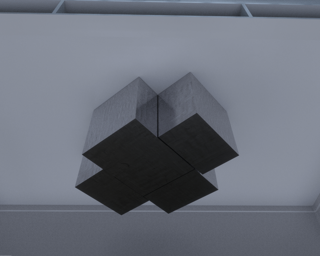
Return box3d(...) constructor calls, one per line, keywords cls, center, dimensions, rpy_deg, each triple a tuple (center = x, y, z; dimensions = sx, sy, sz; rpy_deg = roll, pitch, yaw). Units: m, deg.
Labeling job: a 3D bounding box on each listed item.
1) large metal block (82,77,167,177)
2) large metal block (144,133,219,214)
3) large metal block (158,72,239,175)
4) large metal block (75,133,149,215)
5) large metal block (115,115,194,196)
box3d(cls="large metal block", center=(-0.040, -0.001, 0.369), dimensions=(0.080, 0.080, 0.050), rpy_deg=(-32, 123, 24))
box3d(cls="large metal block", center=(0.026, 0.056, 0.421), dimensions=(0.080, 0.080, 0.050), rpy_deg=(-32, 123, 24))
box3d(cls="large metal block", center=(0.043, -0.006, 0.368), dimensions=(0.050, 0.080, 0.080), rpy_deg=(-33, 123, 25))
box3d(cls="large metal block", center=(-0.060, 0.057, 0.420), dimensions=(0.050, 0.080, 0.080), rpy_deg=(-33, 123, 25))
box3d(cls="large metal block", center=(-0.007, 0.027, 0.395), dimensions=(0.080, 0.080, 0.050), rpy_deg=(-32, 123, 24))
